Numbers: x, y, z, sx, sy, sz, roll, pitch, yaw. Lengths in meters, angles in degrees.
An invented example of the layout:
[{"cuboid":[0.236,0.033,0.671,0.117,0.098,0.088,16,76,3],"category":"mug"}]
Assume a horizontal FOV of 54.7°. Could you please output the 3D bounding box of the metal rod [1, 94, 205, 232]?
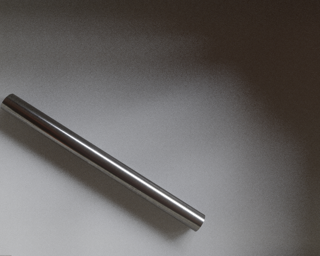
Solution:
[{"cuboid":[-0.074,0.046,0.410,0.301,0.025,0.025,32,90,-1],"category":"metal rod"}]
